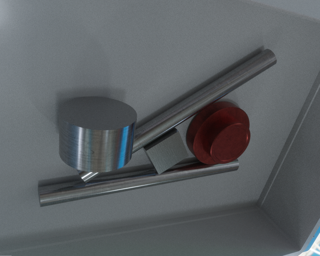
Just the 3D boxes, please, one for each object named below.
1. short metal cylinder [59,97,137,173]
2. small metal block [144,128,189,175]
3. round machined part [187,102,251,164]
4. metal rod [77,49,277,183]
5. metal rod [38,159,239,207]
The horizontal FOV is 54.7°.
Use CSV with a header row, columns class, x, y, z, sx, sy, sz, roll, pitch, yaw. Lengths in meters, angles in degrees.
class,x,y,z,sx,sy,sz,roll,pitch,yaw
short metal cylinder,-0.068,0.005,0.339,0.081,0.080,0.050,-5,121,-26
small metal block,0.006,0.029,0.429,0.050,0.025,0.050,-31,129,-8
round machined part,0.093,0.014,0.455,0.099,0.042,0.097,-14,125,-21
metal rod,0.027,-0.020,0.411,0.301,0.025,0.025,-32,129,-8
metal rod,-0.013,0.071,0.446,0.303,0.025,0.025,-5,121,-26
